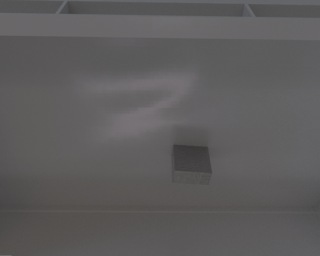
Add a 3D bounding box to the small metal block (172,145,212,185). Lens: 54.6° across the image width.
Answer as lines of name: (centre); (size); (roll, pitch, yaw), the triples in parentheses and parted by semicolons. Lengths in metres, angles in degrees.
small metal block: (0.043, 0.051, 0.436); (0.050, 0.050, 0.025); (4, 130, -4)
